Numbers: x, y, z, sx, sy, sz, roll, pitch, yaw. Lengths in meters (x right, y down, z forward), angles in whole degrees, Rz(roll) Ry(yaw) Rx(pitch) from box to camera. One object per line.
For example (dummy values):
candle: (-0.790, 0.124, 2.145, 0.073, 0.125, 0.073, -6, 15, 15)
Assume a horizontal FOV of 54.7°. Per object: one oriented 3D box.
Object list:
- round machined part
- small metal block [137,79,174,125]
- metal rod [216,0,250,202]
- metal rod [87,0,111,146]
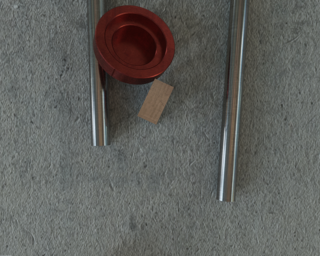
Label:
round machined part: (-0.034, -0.099, 0.389, 0.099, 0.042, 0.098, 6, 73, -18)
small metal block: (-0.005, -0.032, 0.397, 0.025, 0.050, 0.050, 25, 90, 0)
metal rod: (0.098, -0.054, 0.410, 0.025, 0.025, 0.298, 4, 90, 0)
metal rod: (-0.082, -0.126, 0.409, 0.025, 0.025, 0.298, -2, 90, 0)
